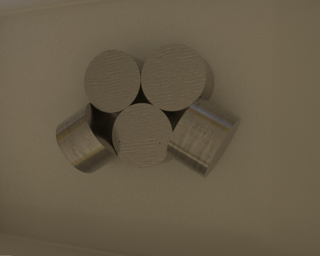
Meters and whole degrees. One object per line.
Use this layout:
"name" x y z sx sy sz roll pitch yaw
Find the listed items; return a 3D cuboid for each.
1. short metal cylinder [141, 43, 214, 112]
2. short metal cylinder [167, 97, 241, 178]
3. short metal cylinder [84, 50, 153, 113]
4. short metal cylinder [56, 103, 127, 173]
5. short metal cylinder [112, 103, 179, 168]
"short metal cylinder" 0.023 -0.060 0.387 0.080 0.050 0.080 0 90 20
"short metal cylinder" 0.051 0.011 0.361 0.050 0.080 0.080 31 100 17
"short metal cylinder" -0.053 -0.059 0.414 0.080 0.050 0.080 0 90 20
"short metal cylinder" -0.089 0.013 0.411 0.050 0.080 0.080 -32 80 17
"short metal cylinder" -0.014 0.009 0.400 0.080 0.050 0.080 0 90 20
